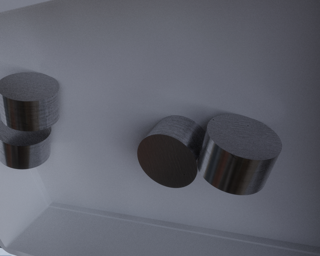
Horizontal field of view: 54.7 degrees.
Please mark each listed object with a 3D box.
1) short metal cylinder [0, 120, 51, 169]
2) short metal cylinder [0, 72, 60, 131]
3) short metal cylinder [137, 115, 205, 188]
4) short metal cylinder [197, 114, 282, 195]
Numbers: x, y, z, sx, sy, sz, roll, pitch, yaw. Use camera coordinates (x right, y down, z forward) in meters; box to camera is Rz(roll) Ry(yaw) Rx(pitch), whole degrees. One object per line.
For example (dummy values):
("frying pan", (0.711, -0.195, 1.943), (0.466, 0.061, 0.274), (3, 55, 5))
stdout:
("short metal cylinder", (-0.218, 0.020, 0.498), (0.080, 0.080, 0.050), (26, 127, 12))
("short metal cylinder", (-0.186, -0.039, 0.445), (0.080, 0.080, 0.050), (23, 127, 14))
("short metal cylinder", (0.018, 0.030, 0.401), (0.080, 0.050, 0.079), (13, 124, 20))
("short metal cylinder", (0.086, 0.028, 0.344), (0.080, 0.080, 0.050), (21, 126, 15))
